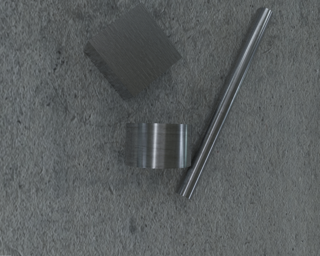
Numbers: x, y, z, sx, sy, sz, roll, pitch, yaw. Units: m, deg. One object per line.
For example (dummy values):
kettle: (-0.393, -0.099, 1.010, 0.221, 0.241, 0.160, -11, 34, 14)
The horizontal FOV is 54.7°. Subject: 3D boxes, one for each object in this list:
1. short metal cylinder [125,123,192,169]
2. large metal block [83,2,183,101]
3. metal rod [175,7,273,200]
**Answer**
short metal cylinder: (-0.002, 0.020, 0.380, 0.081, 0.080, 0.050, 1, 90, -20)
large metal block: (-0.034, -0.092, 0.384, 0.080, 0.050, 0.080, -42, 104, -15)
metal rod: (0.095, -0.041, 0.445, 0.025, 0.025, 0.299, 29, 80, -18)
